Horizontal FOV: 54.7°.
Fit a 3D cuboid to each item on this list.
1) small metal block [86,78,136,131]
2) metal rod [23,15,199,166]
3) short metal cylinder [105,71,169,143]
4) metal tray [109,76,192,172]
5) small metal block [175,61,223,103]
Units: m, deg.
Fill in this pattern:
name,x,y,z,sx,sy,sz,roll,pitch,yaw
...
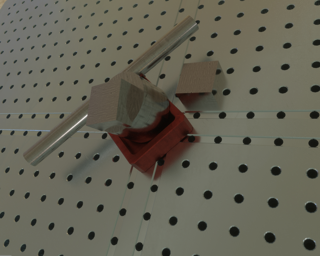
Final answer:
name,x,y,z,sx,sy,sz,roll,pitch,yaw
small metal block,-0.058,-0.026,0.366,0.050,0.025,0.050,-8,69,37
metal rod,-0.069,-0.052,0.436,0.300,0.025,0.025,-40,51,0
short metal cylinder,-0.035,-0.026,0.398,0.080,0.050,0.080,-14,65,34
metal tray,-0.029,-0.014,0.428,0.090,0.030,0.130,-41,51,-1
small metal block,0.054,-0.061,0.418,0.050,0.025,0.050,1,62,29
